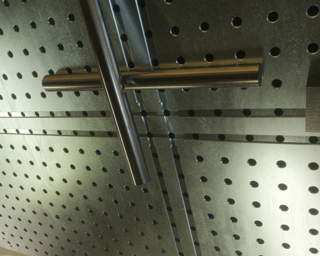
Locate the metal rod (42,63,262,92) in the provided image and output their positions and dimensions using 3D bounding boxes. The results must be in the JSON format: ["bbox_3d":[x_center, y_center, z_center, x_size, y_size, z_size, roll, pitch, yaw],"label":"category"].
[{"bbox_3d":[-0.030,-0.060,0.389,0.300,0.025,0.025,2,120,27],"label":"metal rod"}]

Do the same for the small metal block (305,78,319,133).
[{"bbox_3d":[0.173,-0.022,0.306,0.050,0.025,0.050,2,120,27],"label":"small metal block"}]

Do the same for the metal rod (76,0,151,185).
[{"bbox_3d":[-0.062,-0.071,0.370,0.025,0.025,0.298,-7,106,31],"label":"metal rod"}]
